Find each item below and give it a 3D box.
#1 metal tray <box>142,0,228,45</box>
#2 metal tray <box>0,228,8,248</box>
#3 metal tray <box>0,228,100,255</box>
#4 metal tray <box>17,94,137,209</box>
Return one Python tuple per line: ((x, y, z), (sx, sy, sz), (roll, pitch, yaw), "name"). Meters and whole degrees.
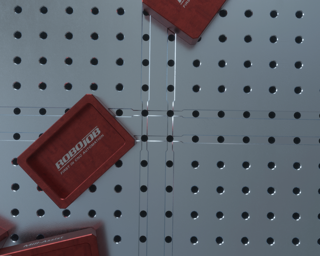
((0.048, -0.190, 0.411), (0.090, 0.030, 0.130), (36, 90, 0), "metal tray")
((-0.276, 0.178, 0.409), (0.090, 0.030, 0.130), (29, 90, 0), "metal tray")
((-0.141, 0.189, 0.394), (0.131, 0.030, 0.090), (-9, 90, -14), "metal tray")
((-0.107, 0.030, 0.410), (0.130, 0.030, 0.090), (-43, 90, 0), "metal tray")
